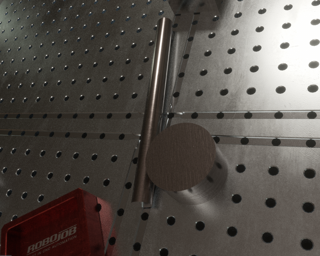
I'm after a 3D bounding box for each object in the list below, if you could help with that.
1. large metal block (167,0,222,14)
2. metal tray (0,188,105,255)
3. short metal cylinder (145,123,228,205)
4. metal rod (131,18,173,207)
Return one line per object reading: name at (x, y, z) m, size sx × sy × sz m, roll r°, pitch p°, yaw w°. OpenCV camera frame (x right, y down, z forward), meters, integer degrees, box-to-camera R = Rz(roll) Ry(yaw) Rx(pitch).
large metal block at (0.062, -0.236, 0.503) m, size 0.080 × 0.050 × 0.080 m, roll 8°, pitch 66°, yaw 31°
metal tray at (-0.138, 0.143, 0.387) m, size 0.130 × 0.030 × 0.090 m, roll -27°, pitch 53°, yaw 10°
short metal cylinder at (0.031, 0.041, 0.350) m, size 0.080 × 0.050 × 0.080 m, roll -13°, pitch 56°, yaw 20°
metal rod at (-0.006, -0.041, 0.435) m, size 0.025 × 0.025 × 0.299 m, roll -8°, pitch 58°, yaw 24°
